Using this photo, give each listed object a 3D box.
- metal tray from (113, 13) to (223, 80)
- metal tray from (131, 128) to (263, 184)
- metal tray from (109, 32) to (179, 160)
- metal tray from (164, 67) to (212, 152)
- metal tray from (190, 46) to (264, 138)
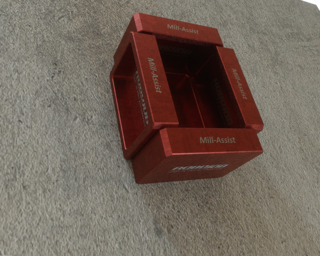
[{"bbox_3d":[0.011,-0.107,0.436,0.131,0.090,0.030,1,62,-28],"label":"metal tray"},{"bbox_3d":[0.043,0.034,0.367,0.131,0.090,0.030,1,62,-28],"label":"metal tray"},{"bbox_3d":[-0.025,-0.037,0.374,0.030,0.090,0.130,1,61,-28],"label":"metal tray"},{"bbox_3d":[0.016,-0.023,0.426,0.091,0.030,0.130,1,61,-28],"label":"metal tray"},{"bbox_3d":[0.083,-0.036,0.432,0.030,0.090,0.130,1,61,-28],"label":"metal tray"}]
